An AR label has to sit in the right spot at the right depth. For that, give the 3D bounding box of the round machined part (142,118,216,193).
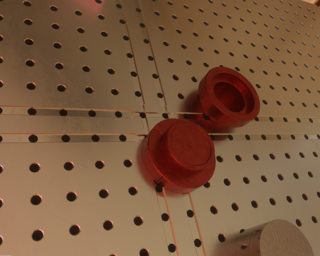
[{"bbox_3d":[0.030,0.030,0.395,0.099,0.042,0.098,14,56,-21],"label":"round machined part"}]

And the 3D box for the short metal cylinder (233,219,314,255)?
[{"bbox_3d":[0.135,0.155,0.370,0.081,0.050,0.080,14,56,-21],"label":"short metal cylinder"}]

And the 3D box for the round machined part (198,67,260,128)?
[{"bbox_3d":[0.101,-0.043,0.478,0.099,0.042,0.098,14,56,-21],"label":"round machined part"}]
